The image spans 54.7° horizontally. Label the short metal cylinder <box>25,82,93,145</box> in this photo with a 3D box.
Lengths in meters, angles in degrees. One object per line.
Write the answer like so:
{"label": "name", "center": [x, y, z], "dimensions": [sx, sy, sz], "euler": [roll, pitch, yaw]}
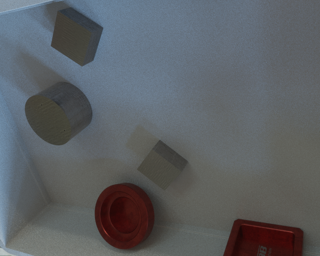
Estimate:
{"label": "short metal cylinder", "center": [-0.148, -0.021, 0.455], "dimensions": [0.080, 0.050, 0.079], "euler": [13, 124, 20]}

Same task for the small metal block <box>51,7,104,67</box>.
{"label": "small metal block", "center": [-0.105, -0.115, 0.391], "dimensions": [0.050, 0.025, 0.050], "euler": [34, 129, 5]}

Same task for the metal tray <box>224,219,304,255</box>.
{"label": "metal tray", "center": [0.125, 0.175, 0.383], "dimensions": [0.090, 0.131, 0.030], "euler": [1, 119, 27]}

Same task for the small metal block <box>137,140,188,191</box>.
{"label": "small metal block", "center": [0.003, 0.053, 0.439], "dimensions": [0.050, 0.025, 0.050], "euler": [37, 129, 2]}

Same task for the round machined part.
{"label": "round machined part", "center": [-0.051, 0.135, 0.489], "dimensions": [0.098, 0.042, 0.097], "euler": [-1, 87, 28]}
